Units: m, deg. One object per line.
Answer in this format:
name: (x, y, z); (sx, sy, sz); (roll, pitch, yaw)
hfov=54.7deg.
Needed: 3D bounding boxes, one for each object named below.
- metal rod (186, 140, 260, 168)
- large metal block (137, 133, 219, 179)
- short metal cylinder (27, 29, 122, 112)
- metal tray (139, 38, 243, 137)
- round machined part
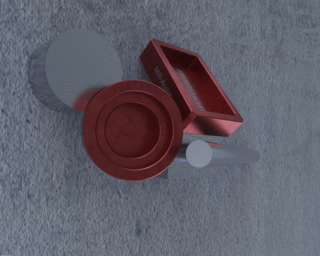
metal rod: (0.101, 0.037, 0.416); (0.301, 0.025, 0.025); (12, 82, -64)
large metal block: (0.014, 0.032, 0.384); (0.081, 0.080, 0.050); (6, 87, -40)
short metal cylinder: (-0.087, -0.056, 0.318); (0.081, 0.050, 0.079); (0, 90, -40)
metal tray: (0.038, -0.050, 0.387); (0.091, 0.030, 0.130); (6, 47, -40)
round machined part: (-0.030, 0.002, 0.314); (0.099, 0.042, 0.097); (0, 89, -20)
